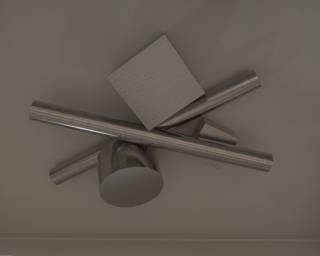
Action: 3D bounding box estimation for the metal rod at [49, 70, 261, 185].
[{"bbox_3d":[-0.013,0.003,0.410,0.301,0.025,0.025,-26,108,8],"label":"metal rod"}]

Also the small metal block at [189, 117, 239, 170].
[{"bbox_3d":[0.069,0.021,0.417,0.050,0.025,0.050,25,108,-10],"label":"small metal block"}]

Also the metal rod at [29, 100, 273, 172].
[{"bbox_3d":[-0.006,0.012,0.387,0.302,0.025,0.025,13,110,-5],"label":"metal rod"}]

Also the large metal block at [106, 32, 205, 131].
[{"bbox_3d":[-0.004,-0.057,0.375,0.080,0.050,0.080,-34,107,11],"label":"large metal block"}]

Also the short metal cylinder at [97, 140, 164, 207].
[{"bbox_3d":[-0.040,0.058,0.402,0.081,0.050,0.079,-8,133,-9],"label":"short metal cylinder"}]
